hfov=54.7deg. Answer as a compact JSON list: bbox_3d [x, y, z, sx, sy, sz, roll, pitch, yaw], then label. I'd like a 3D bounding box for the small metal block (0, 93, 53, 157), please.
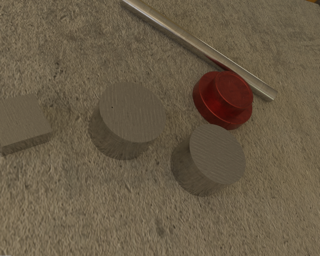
[{"bbox_3d":[-0.149,-0.004,0.326,0.050,0.025,0.050,-21,73,-36],"label":"small metal block"}]

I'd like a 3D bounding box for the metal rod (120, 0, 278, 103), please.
[{"bbox_3d":[0.070,-0.132,0.521,0.301,0.025,0.025,31,52,-8],"label":"metal rod"}]

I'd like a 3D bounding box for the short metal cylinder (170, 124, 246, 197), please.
[{"bbox_3d":[0.061,0.042,0.395,0.081,0.050,0.080,14,56,-21],"label":"short metal cylinder"}]

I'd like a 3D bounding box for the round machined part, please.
[{"bbox_3d":[0.104,-0.049,0.478,0.099,0.042,0.098,14,56,-21],"label":"round machined part"}]

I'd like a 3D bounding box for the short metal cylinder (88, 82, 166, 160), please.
[{"bbox_3d":[-0.040,-0.008,0.371,0.081,0.050,0.080,14,56,-21],"label":"short metal cylinder"}]
